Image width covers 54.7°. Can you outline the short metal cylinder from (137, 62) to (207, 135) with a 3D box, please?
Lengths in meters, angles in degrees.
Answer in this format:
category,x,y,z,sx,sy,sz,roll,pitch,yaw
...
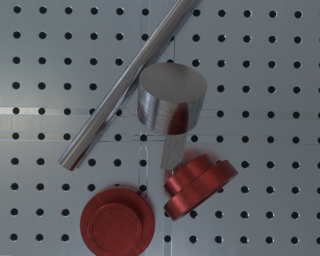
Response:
category,x,y,z,sx,sy,sz,roll,pitch,yaw
short metal cylinder,0.013,-0.037,0.380,0.080,0.080,0.050,9,133,0

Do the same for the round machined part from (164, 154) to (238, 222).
category,x,y,z,sx,sy,sz,roll,pitch,yaw
round machined part,0.044,0.068,0.380,0.098,0.098,0.042,-37,72,0

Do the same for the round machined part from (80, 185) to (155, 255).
category,x,y,z,sx,sy,sz,roll,pitch,yaw
round machined part,-0.056,0.127,0.405,0.099,0.042,0.097,0,90,0

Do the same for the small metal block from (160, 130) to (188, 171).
category,x,y,z,sx,sy,sz,roll,pitch,yaw
small metal block,0.017,0.027,0.401,0.025,0.050,0.050,10,90,0

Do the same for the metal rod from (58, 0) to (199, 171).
category,x,y,z,sx,sy,sz,roll,pitch,yaw
metal rod,-0.036,-0.071,0.412,0.025,0.025,0.299,36,90,0
